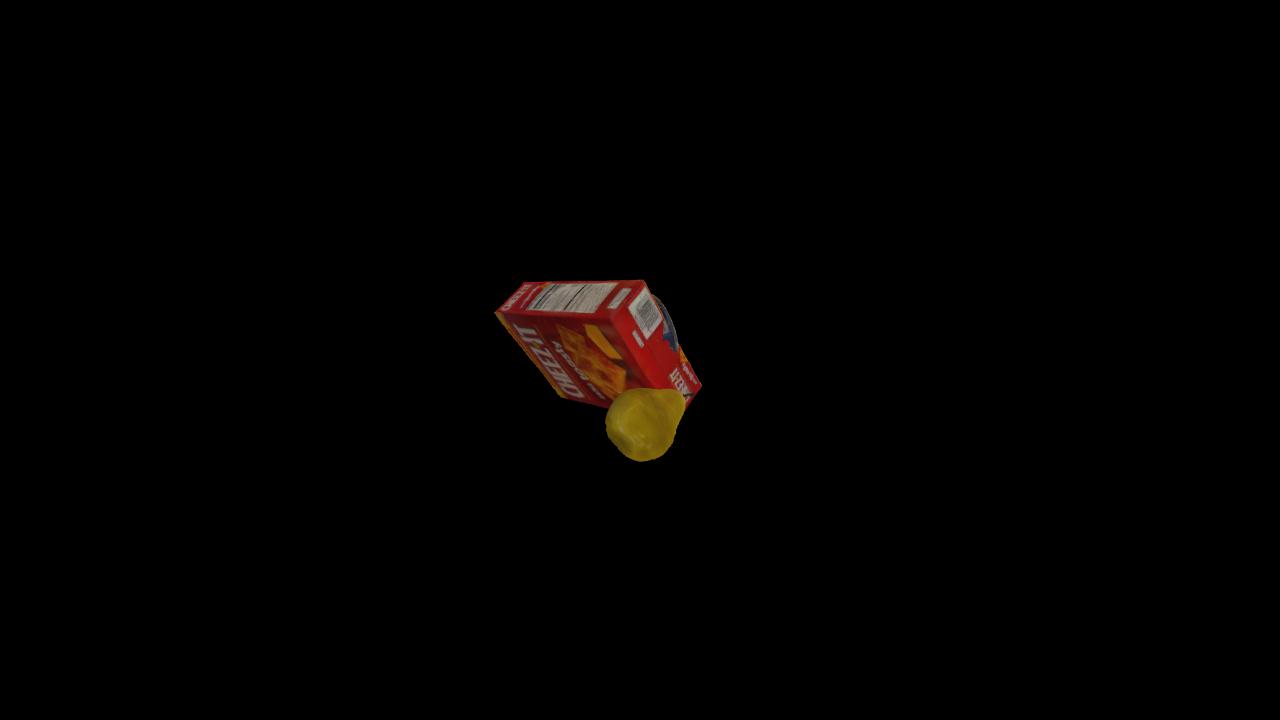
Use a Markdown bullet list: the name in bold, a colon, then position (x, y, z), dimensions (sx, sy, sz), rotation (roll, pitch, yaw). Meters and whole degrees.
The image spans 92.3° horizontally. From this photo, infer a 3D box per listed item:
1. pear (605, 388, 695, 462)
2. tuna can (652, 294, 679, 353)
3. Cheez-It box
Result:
- **pear**: position (0.016, 0.056, 0.677), dimensions (0.111, 0.080, 0.080), rotation (-42, 23, -27)
- **tuna can**: position (0.009, -0.031, 0.707), dimensions (0.034, 0.084, 0.084), rotation (-23, 7, -18)
- **Cheez-It box**: position (-0.054, -0.015, 0.749), dimensions (0.223, 0.166, 0.071), rotation (8, 50, 44)
